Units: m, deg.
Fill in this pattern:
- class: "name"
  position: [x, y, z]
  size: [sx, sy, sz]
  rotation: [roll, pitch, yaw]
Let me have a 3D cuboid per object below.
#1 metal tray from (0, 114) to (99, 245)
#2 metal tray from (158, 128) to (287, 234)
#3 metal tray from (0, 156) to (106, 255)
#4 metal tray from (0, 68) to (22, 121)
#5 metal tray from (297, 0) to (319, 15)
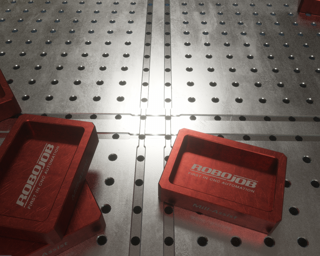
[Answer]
- class: "metal tray"
  position: [-0.127, 0.046, 0.323]
  size: [0.090, 0.030, 0.130]
  rotation: [8, 50, 6]
- class: "metal tray"
  position: [0.073, 0.056, 0.357]
  size: [0.131, 0.030, 0.090]
  rotation: [15, 51, 11]
- class: "metal tray"
  position: [-0.135, 0.093, 0.325]
  size: [0.131, 0.030, 0.090]
  rotation: [-23, 54, -19]
- class: "metal tray"
  position: [-0.274, -0.033, 0.428]
  size: [0.131, 0.030, 0.090]
  rotation: [-27, 55, -21]
- class: "metal tray"
  position: [0.341, -0.280, 0.643]
  size: [0.090, 0.030, 0.130]
  rotation: [15, 51, 12]
